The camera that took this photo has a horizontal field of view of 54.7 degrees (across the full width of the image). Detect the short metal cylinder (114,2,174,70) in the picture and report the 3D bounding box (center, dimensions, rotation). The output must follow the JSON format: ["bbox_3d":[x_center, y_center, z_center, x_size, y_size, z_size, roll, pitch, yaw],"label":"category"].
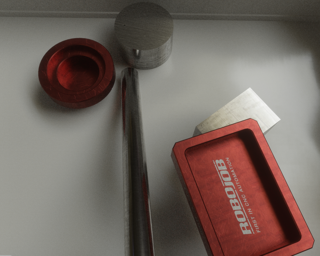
[{"bbox_3d":[-0.022,-0.131,0.444,0.081,0.050,0.080,0,70,0],"label":"short metal cylinder"}]

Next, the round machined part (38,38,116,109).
[{"bbox_3d":[-0.110,-0.071,0.425,0.099,0.042,0.098,0,70,-1],"label":"round machined part"}]

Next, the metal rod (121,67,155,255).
[{"bbox_3d":[-0.028,0.029,0.333,0.025,0.025,0.300,-6,45,-3],"label":"metal rod"}]

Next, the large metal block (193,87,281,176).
[{"bbox_3d":[0.086,0.008,0.379,0.080,0.080,0.050,-35,74,-12],"label":"large metal block"}]

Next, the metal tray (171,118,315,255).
[{"bbox_3d":[0.074,0.064,0.299,0.091,0.030,0.130,-18,72,-8],"label":"metal tray"}]
